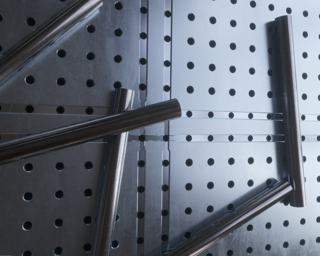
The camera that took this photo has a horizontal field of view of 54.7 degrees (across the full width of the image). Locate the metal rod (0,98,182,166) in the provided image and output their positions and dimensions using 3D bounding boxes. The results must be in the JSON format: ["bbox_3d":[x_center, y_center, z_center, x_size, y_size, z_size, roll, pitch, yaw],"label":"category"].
[{"bbox_3d":[-0.120,0.014,0.350,0.302,0.025,0.025,-15,96,-13],"label":"metal rod"}]

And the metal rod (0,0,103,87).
[{"bbox_3d":[-0.182,-0.060,0.345,0.301,0.025,0.025,-45,105,-15],"label":"metal rod"}]

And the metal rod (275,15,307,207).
[{"bbox_3d":[0.207,-0.025,0.491,0.025,0.025,0.298,-6,92,-20],"label":"metal rod"}]

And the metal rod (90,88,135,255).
[{"bbox_3d":[-0.066,0.099,0.389,0.025,0.025,0.298,9,87,-20],"label":"metal rod"}]

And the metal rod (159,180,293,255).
[{"bbox_3d":[0.070,0.153,0.440,0.302,0.025,0.025,-25,99,-19],"label":"metal rod"}]
